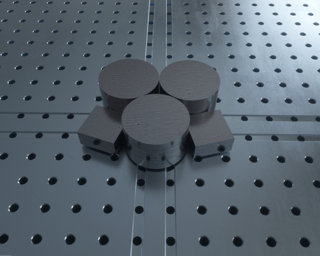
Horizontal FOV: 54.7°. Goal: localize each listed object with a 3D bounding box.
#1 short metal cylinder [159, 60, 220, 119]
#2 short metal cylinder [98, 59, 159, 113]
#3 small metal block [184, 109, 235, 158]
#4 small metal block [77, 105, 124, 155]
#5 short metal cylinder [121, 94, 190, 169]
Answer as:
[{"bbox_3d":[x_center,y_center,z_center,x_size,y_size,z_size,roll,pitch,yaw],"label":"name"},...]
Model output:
[{"bbox_3d":[0.039,-0.049,0.428,0.081,0.050,0.080,0,50,0],"label":"short metal cylinder"},{"bbox_3d":[-0.041,-0.051,0.429,0.081,0.050,0.080,0,50,0],"label":"short metal cylinder"},{"bbox_3d":[0.061,0.007,0.398,0.050,0.025,0.050,-11,51,-9],"label":"small metal block"},{"bbox_3d":[-0.070,0.002,0.401,0.050,0.025,0.050,16,52,13],"label":"small metal block"},{"bbox_3d":[-0.005,0.003,0.384,0.081,0.050,0.080,0,50,0],"label":"short metal cylinder"}]
